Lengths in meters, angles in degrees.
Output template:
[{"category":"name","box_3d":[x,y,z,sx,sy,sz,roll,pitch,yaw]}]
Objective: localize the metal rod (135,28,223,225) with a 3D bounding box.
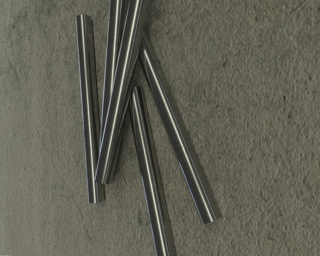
[{"category":"metal rod","box_3d":[0.009,-0.027,0.397,0.025,0.025,0.299,-33,70,35]}]

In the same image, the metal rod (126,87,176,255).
[{"category":"metal rod","box_3d":[-0.007,0.090,0.411,0.025,0.025,0.299,-19,78,38]}]

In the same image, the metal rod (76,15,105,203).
[{"category":"metal rod","box_3d":[-0.113,-0.033,0.498,0.025,0.025,0.298,-8,85,40]}]

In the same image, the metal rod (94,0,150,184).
[{"category":"metal rod","box_3d":[-0.047,-0.069,0.409,0.025,0.025,0.298,21,104,38]}]

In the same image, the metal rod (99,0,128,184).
[{"category":"metal rod","box_3d":[-0.067,-0.062,0.439,0.025,0.025,0.298,18,108,38]}]
